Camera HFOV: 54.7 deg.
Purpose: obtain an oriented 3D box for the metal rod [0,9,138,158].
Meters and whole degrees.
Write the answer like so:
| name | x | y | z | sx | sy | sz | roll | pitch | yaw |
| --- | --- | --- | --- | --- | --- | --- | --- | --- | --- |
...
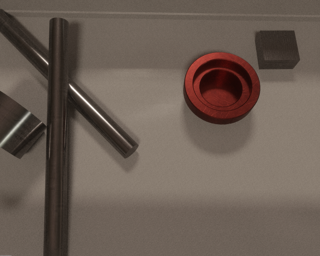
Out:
| name | x | y | z | sx | sy | sz | roll | pitch | yaw |
| --- | --- | --- | --- | --- | --- | --- | --- | --- | --- |
| metal rod | -0.143 | -0.070 | 0.433 | 0.025 | 0.025 | 0.300 | -43 | 76 | -14 |

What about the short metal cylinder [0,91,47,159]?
| name | x | y | z | sx | sy | sz | roll | pitch | yaw |
| --- | --- | --- | --- | --- | --- | --- | --- | --- | --- |
| short metal cylinder | -0.189 | -0.006 | 0.380 | 0.080 | 0.080 | 0.050 | 32 | 73 | 10 |

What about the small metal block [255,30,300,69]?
| name | x | y | z | sx | sy | sz | roll | pitch | yaw |
| --- | --- | --- | --- | --- | --- | --- | --- | --- | --- |
| small metal block | 0.171 | -0.114 | 0.454 | 0.050 | 0.025 | 0.050 | -1 | 70 | -1 |

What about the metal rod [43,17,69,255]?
| name | x | y | z | sx | sy | sz | roll | pitch | yaw |
| --- | --- | --- | --- | --- | --- | --- | --- | --- | --- |
| metal rod | -0.129 | 0.002 | 0.388 | 0.025 | 0.025 | 0.299 | -3 | 77 | -2 |

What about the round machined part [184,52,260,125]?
| name | x | y | z | sx | sy | sz | roll | pitch | yaw |
| --- | --- | --- | --- | --- | --- | --- | --- | --- | --- |
| round machined part | 0.081 | -0.050 | 0.420 | 0.099 | 0.042 | 0.098 | 0 | 70 | -1 |
